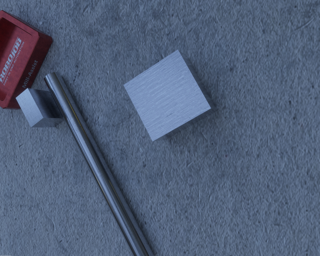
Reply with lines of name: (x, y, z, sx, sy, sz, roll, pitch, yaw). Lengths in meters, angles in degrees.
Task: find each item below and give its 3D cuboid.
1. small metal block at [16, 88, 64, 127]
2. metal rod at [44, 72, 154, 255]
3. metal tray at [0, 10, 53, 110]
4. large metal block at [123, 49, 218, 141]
small metal block: (-0.174, -0.028, 0.455, 0.025, 0.050, 0.050, -34, 79, 17)
metal rod: (-0.089, 0.052, 0.439, 0.025, 0.025, 0.299, -32, 80, 17)
metal tray: (-0.236, -0.105, 0.487, 0.090, 0.030, 0.129, 32, 100, 16)
large metal block: (0.015, -0.038, 0.390, 0.080, 0.050, 0.080, -30, 80, 17)
